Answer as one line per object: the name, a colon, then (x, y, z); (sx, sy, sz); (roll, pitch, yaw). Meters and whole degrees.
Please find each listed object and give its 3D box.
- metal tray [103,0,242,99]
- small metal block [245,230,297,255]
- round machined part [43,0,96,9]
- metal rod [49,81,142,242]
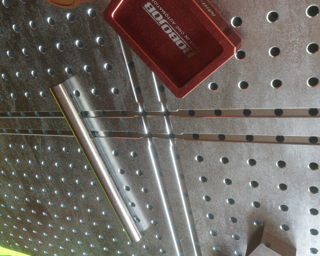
metal tray: (0.011, -0.107, 0.335); (0.130, 0.030, 0.090); (47, 129, -5)
small metal block: (0.156, 0.181, 0.441); (0.050, 0.025, 0.050); (29, 128, 9)
round machined part: (-0.108, -0.163, 0.322); (0.098, 0.042, 0.098); (19, 168, 5)
metal rod: (-0.096, 0.066, 0.502); (0.025, 0.025, 0.299); (-9, 114, 32)
